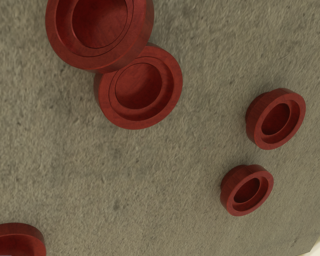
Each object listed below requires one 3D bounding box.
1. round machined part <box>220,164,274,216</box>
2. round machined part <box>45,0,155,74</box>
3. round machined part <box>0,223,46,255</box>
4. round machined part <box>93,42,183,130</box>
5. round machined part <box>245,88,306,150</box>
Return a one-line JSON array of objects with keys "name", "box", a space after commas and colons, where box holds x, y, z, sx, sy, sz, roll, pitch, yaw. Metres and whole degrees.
[{"name": "round machined part", "box": [0.146, 0.103, 0.542, 0.099, 0.042, 0.097, -14, 125, -21]}, {"name": "round machined part", "box": [-0.051, -0.098, 0.284, 0.098, 0.098, 0.042, -54, 164, 10]}, {"name": "round machined part", "box": [-0.197, 0.173, 0.396, 0.099, 0.042, 0.097, -14, 125, -21]}, {"name": "round machined part", "box": [-0.027, -0.050, 0.351, 0.099, 0.042, 0.097, -14, 125, -21]}, {"name": "round machined part", "box": [0.173, -0.018, 0.482, 0.099, 0.042, 0.097, -14, 125, -21]}]
